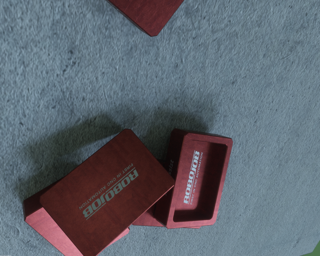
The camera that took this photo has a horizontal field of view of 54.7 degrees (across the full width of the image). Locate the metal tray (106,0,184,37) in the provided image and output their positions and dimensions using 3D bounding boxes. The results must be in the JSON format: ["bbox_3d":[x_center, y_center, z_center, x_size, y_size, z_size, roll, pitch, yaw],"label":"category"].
[{"bbox_3d":[-0.028,-0.161,0.289,0.130,0.030,0.090,32,101,-38],"label":"metal tray"}]

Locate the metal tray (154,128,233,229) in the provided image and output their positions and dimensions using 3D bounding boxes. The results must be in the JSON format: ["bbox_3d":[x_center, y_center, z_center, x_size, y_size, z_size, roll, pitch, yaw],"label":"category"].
[{"bbox_3d":[0.048,0.070,0.432,0.091,0.030,0.129,8,95,-35],"label":"metal tray"}]

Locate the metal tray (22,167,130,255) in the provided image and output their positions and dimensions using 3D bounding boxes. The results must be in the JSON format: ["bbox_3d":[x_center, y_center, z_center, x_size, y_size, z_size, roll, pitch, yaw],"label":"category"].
[{"bbox_3d":[-0.108,0.122,0.420,0.090,0.030,0.130,-31,129,-8],"label":"metal tray"}]

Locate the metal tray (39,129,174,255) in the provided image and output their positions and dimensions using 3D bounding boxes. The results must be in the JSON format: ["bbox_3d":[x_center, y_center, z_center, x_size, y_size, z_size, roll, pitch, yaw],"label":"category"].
[{"bbox_3d":[-0.060,0.074,0.367,0.130,0.030,0.090,-40,87,-16],"label":"metal tray"}]

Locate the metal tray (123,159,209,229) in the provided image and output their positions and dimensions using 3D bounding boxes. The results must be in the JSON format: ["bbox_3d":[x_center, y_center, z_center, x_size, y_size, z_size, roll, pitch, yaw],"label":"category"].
[{"bbox_3d":[0.018,0.097,0.455,0.131,0.030,0.090,16,91,-35],"label":"metal tray"}]
